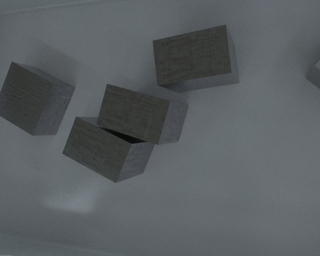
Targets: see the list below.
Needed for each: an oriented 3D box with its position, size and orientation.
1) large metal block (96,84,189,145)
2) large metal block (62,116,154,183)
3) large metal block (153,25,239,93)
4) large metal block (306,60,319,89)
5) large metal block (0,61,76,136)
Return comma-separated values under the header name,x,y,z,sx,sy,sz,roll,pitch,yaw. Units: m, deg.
name,x,y,z,sx,sy,sz,roll,pitch,yaw
large metal block,-0.018,-0.017,0.387,0.080,0.080,0.050,17,96,19
large metal block,-0.062,0.025,0.402,0.080,0.080,0.050,25,98,18
large metal block,0.046,-0.076,0.365,0.080,0.080,0.050,-7,88,19
large metal block,0.202,-0.050,0.311,0.080,0.080,0.050,43,103,14
large metal block,-0.186,-0.042,0.461,0.080,0.050,0.080,27,99,17
